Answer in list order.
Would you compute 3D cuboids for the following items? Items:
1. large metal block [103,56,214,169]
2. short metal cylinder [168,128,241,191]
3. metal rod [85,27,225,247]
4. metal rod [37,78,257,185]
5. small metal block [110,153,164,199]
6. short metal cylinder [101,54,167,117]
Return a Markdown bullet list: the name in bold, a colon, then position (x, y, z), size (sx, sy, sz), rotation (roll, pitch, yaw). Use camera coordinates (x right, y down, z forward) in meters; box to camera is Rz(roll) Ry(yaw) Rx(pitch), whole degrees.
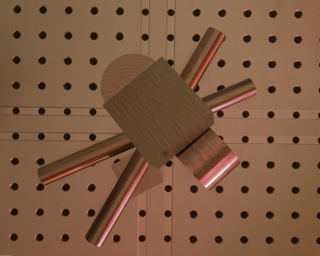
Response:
- **large metal block**: position (0.001, -0.014, 0.334), size (0.080, 0.050, 0.080), rotation (-40, 73, 1)
- **short metal cylinder**: position (0.052, 0.031, 0.383), size (0.050, 0.080, 0.080), rotation (-43, 90, 1)
- **metal rod**: position (-0.006, 0.010, 0.385), size (0.025, 0.025, 0.299), rotation (31, 89, 0)
- **metal rod**: position (-0.016, 0.005, 0.409), size (0.301, 0.025, 0.025), rotation (-23, 90, 0)
- **small metal block**: position (-0.030, 0.059, 0.410), size (0.050, 0.025, 0.050), rotation (-28, 90, 0)
- **short metal cylinder**: position (-0.031, -0.050, 0.397), size (0.081, 0.050, 0.079), rotation (0, 90, 0)
